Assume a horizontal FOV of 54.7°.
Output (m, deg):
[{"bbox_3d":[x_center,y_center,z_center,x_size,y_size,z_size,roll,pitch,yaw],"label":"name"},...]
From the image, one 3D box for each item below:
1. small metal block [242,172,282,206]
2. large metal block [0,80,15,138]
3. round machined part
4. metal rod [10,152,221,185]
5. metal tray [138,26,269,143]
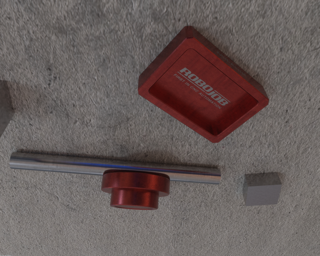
[{"bbox_3d":[0.161,0.098,0.492,0.050,0.025,0.050,-5,130,3],"label":"small metal block"},{"bbox_3d":[-0.227,-0.016,0.356,0.081,0.080,0.050,4,130,-4],"label":"large metal block"},{"bbox_3d":[-0.036,0.094,0.448,0.099,0.042,0.098,3,161,1],"label":"round machined part"},{"bbox_3d":[-0.061,0.060,0.457,0.302,0.025,0.025,5,130,-5],"label":"metal rod"},{"bbox_3d":[0.051,-0.045,0.366,0.130,0.030,0.090,32,123,-25],"label":"metal tray"}]
